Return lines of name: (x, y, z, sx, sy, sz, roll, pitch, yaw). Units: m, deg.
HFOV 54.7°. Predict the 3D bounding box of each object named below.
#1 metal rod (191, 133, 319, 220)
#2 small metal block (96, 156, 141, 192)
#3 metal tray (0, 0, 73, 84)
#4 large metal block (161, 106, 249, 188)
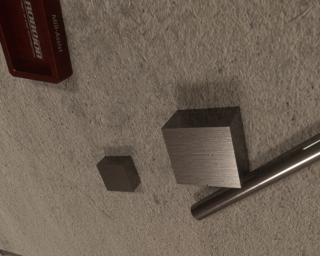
metal rod: (0.142, 0.045, 0.359, 0.025, 0.025, 0.299, 45, 129, -4)
small metal block: (-0.064, 0.071, 0.483, 0.050, 0.025, 0.050, -4, 117, 29)
metal tray: (-0.172, -0.129, 0.411, 0.090, 0.030, 0.129, 12, 123, 21)
large metal block: (0.057, 0.023, 0.374, 0.080, 0.050, 0.080, -2, 118, 29)
